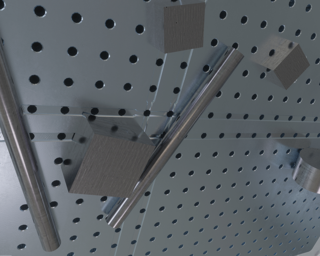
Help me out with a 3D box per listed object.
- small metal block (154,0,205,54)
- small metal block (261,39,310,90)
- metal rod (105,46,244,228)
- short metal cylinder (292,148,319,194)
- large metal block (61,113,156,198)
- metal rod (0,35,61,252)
[{"bbox_3d":[0.022,-0.116,0.352,0.050,0.025,0.050,-15,125,-20],"label":"small metal block"},{"bbox_3d":[0.185,-0.093,0.455,0.050,0.025,0.050,-48,129,5],"label":"small metal block"},{"bbox_3d":[0.015,0.020,0.431,0.025,0.025,0.299,27,104,-38],"label":"metal rod"},{"bbox_3d":[0.301,0.080,0.590,0.081,0.080,0.050,-8,122,-24],"label":"short metal cylinder"},{"bbox_3d":[-0.065,0.036,0.382,0.081,0.050,0.080,14,111,-34],"label":"large metal block"},{"bbox_3d":[-0.153,0.035,0.349,0.025,0.025,0.298,-15,125,-20],"label":"metal rod"}]
